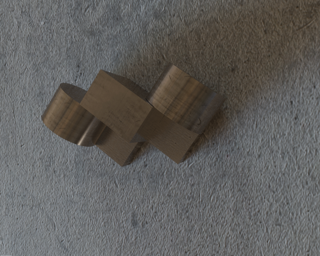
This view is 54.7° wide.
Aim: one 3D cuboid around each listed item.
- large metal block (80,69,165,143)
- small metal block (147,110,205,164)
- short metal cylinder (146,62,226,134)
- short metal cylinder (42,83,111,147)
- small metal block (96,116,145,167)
[{"bbox_3d":[-0.039,-0.026,0.395,0.080,0.080,0.050,37,102,16],"label":"large metal block"},{"bbox_3d":[0.021,0.011,0.403,0.050,0.025,0.050,37,102,16],"label":"small metal block"},{"bbox_3d":[0.031,-0.036,0.370,0.080,0.080,0.050,37,102,16],"label":"short metal cylinder"},{"bbox_3d":[-0.110,-0.018,0.420,0.080,0.080,0.050,37,102,16],"label":"short metal cylinder"},{"bbox_3d":[-0.053,0.017,0.429,0.050,0.025,0.050,37,102,16],"label":"small metal block"}]
